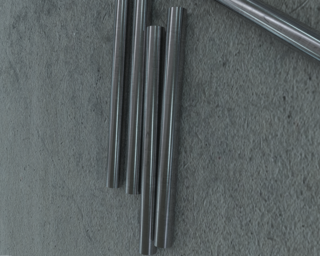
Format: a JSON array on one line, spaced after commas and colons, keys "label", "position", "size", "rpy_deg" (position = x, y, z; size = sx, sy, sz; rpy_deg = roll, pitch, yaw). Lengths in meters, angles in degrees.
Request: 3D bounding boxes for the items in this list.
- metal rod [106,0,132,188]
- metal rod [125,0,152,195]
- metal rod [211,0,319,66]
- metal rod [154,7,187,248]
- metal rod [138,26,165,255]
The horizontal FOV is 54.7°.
[{"label": "metal rod", "position": [-0.060, -0.062, 0.454], "size": [0.025, 0.025, 0.298], "rpy_deg": [6, 94, 40]}, {"label": "metal rod", "position": [-0.029, -0.059, 0.429], "size": [0.025, 0.025, 0.298], "rpy_deg": [5, 93, 40]}, {"label": "metal rod", "position": [0.078, -0.143, 0.340], "size": [0.300, 0.025, 0.025], "rpy_deg": [46, 117, 30]}, {"label": "metal rod", "position": [0.013, 0.002, 0.394], "size": [0.025, 0.025, 0.298], "rpy_deg": [6, 94, 40]}, {"label": "metal rod", "position": [-0.011, 0.017, 0.413], "size": [0.025, 0.025, 0.298], "rpy_deg": [4, 92, 40]}]
